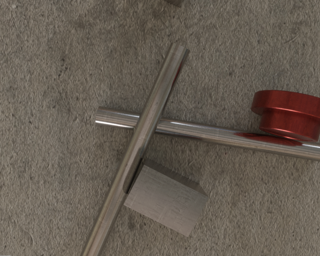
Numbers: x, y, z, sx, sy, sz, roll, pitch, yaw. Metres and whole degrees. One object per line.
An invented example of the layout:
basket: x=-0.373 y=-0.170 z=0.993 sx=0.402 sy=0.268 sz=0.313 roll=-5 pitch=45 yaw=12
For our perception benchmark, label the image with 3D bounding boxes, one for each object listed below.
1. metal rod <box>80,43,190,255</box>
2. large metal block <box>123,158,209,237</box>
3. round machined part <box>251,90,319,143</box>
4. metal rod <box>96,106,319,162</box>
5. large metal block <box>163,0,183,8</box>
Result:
metal rod: x=-0.035 y=0.039 z=0.389 sx=0.025 sy=0.025 sz=0.298 roll=24 pitch=98 yaw=-1
large metal block: x=0.007 y=0.081 z=0.383 sx=0.080 sy=0.080 sz=0.050 roll=27 pitch=90 yaw=-1
round machined part: x=0.159 y=-0.011 z=0.375 sx=0.099 sy=0.098 sz=0.042 roll=15 pitch=88 yaw=-1
metal rod: x=0.067 y=0.008 z=0.410 sx=0.302 sy=0.025 sz=0.025 roll=9 pitch=90 yaw=-1
large metal block: x=0.001 y=-0.203 z=0.382 sx=0.080 sy=0.080 sz=0.050 roll=25 pitch=90 yaw=-1
